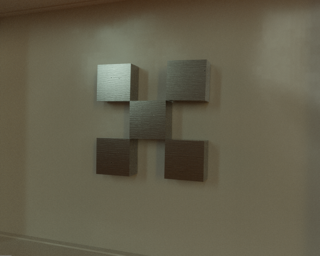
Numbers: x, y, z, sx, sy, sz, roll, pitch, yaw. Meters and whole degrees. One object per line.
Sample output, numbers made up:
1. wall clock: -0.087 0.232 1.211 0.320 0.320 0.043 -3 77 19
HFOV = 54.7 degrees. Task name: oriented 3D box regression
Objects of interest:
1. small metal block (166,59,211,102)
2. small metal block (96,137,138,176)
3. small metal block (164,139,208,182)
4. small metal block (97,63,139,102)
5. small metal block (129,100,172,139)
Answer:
1. small metal block: 0.036 -0.059 0.395 0.050 0.025 0.050 3 91 20
2. small metal block: -0.060 0.039 0.429 0.050 0.025 0.050 1 90 20
3. small metal block: 0.034 0.040 0.396 0.050 0.025 0.050 1 91 20
4. small metal block: -0.058 -0.061 0.429 0.050 0.025 0.050 2 91 20
5. small metal block: -0.012 -0.011 0.412 0.050 0.025 0.050 1 90 20
